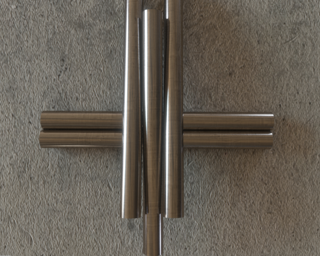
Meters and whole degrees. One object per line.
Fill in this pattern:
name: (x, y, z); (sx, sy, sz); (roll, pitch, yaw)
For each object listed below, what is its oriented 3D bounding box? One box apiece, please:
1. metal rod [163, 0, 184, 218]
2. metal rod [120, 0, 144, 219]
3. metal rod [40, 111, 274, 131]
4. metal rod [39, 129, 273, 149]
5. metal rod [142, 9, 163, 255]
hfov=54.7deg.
metal rod: (0.017, -0.042, 0.390); (0.025, 0.025, 0.298); (0, 82, -1)
metal rod: (-0.034, -0.042, 0.390); (0.025, 0.025, 0.298); (0, 82, -1)
metal rod: (-0.003, -0.010, 0.412); (0.302, 0.025, 0.025); (0, 90, -1)
metal rod: (-0.004, 0.015, 0.412); (0.302, 0.025, 0.025); (0, 90, -1)
metal rod: (-0.009, 0.005, 0.385); (0.025, 0.025, 0.298); (0, 90, -1)
